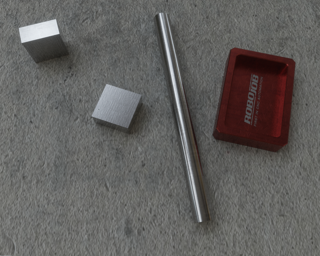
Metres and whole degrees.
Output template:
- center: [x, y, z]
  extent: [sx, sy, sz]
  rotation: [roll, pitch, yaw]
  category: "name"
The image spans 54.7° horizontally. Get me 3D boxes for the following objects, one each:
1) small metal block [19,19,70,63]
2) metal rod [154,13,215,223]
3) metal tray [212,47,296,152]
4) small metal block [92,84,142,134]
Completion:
- center: [-0.162, -0.122, 0.437]
  extent: [0.050, 0.050, 0.025]
  rotation: [-16, 71, -6]
  category: "small metal block"
- center: [0.028, -0.027, 0.418]
  extent: [0.025, 0.025, 0.299]
  rotation: [-9, 70, -4]
  category: "metal rod"
- center: [0.129, -0.040, 0.421]
  extent: [0.090, 0.030, 0.130]
  rotation: [13, 70, 4]
  category: "metal tray"
- center: [-0.056, -0.025, 0.417]
  extent: [0.050, 0.025, 0.050]
  rotation: [18, 71, 6]
  category: "small metal block"
